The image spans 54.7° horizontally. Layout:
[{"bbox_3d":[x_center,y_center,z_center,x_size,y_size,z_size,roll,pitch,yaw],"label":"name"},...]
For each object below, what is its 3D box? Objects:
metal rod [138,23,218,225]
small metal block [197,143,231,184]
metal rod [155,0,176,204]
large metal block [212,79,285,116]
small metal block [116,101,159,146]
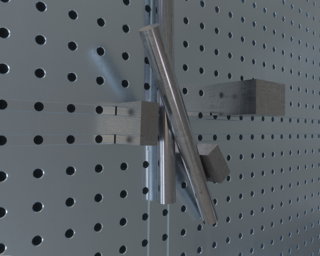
[{"bbox_3d":[0.033,0.015,0.406,0.025,0.025,0.298,-39,124,-33],"label":"metal rod"},{"bbox_3d":[0.067,0.050,0.449,0.025,0.050,0.050,-42,116,-32],"label":"small metal block"},{"bbox_3d":[0.007,-0.050,0.415,0.025,0.025,0.298,-1,91,-40],"label":"metal rod"},{"bbox_3d":[0.140,-0.044,0.491,0.081,0.080,0.050,1,90,-40],"label":"large metal block"},{"bbox_3d":[-0.028,-0.005,0.370,0.025,0.050,0.050,3,88,-40],"label":"small metal block"}]
